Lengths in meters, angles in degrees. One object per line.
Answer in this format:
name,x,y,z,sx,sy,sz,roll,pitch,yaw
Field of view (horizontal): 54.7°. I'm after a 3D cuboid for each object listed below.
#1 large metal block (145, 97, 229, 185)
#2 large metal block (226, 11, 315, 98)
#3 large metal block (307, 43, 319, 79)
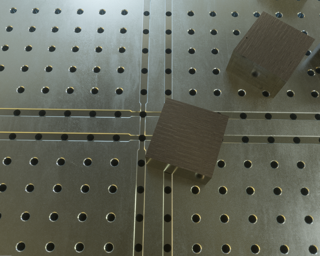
large metal block,0.034,0.018,0.392,0.080,0.050,0.080,18,71,6
large metal block,0.154,-0.103,0.438,0.080,0.050,0.080,34,73,11
large metal block,0.273,-0.091,0.435,0.081,0.050,0.080,-17,71,-7
